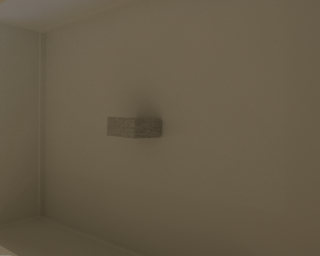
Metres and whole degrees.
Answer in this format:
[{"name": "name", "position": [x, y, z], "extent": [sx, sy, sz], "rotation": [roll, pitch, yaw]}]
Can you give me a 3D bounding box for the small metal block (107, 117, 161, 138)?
[{"name": "small metal block", "position": [-0.034, -0.001, 0.412], "extent": [0.050, 0.050, 0.025], "rotation": [4, 93, 39]}]
